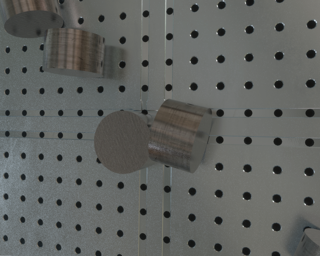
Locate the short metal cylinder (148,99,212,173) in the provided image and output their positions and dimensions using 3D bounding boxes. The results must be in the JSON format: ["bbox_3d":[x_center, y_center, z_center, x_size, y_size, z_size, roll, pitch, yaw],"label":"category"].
[{"bbox_3d":[0.026,0.009,0.373,0.050,0.080,0.079,15,95,19],"label":"short metal cylinder"}]

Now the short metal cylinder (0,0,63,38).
[{"bbox_3d":[-0.187,-0.172,0.447,0.080,0.080,0.050,-18,84,19],"label":"short metal cylinder"}]

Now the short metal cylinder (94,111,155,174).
[{"bbox_3d":[-0.039,0.018,0.412,0.080,0.050,0.079,0,90,19],"label":"short metal cylinder"}]

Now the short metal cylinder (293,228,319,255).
[{"bbox_3d":[0.181,0.148,0.320,0.080,0.080,0.050,22,98,18],"label":"short metal cylinder"}]

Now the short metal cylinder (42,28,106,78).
[{"bbox_3d":[-0.116,-0.100,0.423,0.080,0.080,0.050,5,92,19],"label":"short metal cylinder"}]
